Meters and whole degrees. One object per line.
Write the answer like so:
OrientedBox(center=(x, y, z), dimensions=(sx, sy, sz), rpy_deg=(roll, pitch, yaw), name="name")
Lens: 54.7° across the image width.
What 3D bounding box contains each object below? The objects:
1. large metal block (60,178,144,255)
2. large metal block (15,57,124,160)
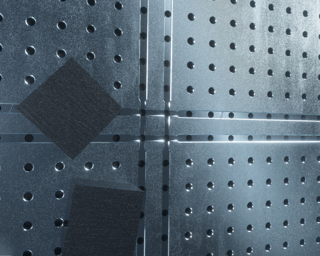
OrientedBox(center=(-0.071, 0.108, 0.374), dimensions=(0.081, 0.050, 0.080), rpy_deg=(10, 87, -20), name="large metal block")
OrientedBox(center=(-0.104, -0.021, 0.361), dimensions=(0.080, 0.050, 0.080), rpy_deg=(46, 75, -15), name="large metal block")
